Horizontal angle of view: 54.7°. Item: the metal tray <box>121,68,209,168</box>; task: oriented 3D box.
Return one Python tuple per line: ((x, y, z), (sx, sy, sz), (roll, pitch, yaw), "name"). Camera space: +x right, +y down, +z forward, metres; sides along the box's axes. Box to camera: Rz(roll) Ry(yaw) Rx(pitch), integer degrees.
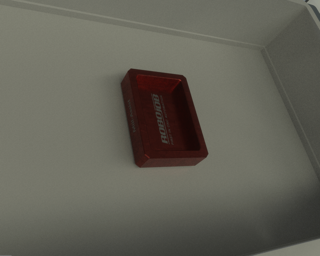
((0.004, -0.014, 0.411), (0.091, 0.030, 0.130), (2, 61, -28), "metal tray")
